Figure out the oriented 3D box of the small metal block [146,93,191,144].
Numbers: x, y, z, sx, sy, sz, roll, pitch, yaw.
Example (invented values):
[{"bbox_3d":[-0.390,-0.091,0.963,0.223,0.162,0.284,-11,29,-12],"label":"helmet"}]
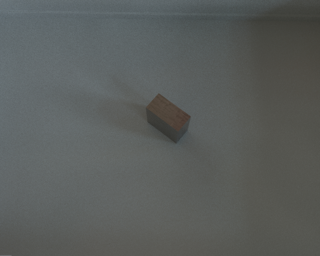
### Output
[{"bbox_3d":[0.010,-0.011,0.401,0.050,0.050,0.025,37,74,12],"label":"small metal block"}]
